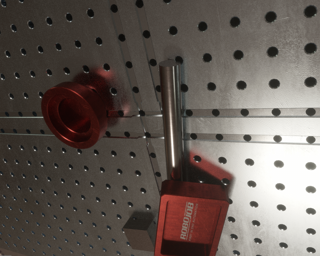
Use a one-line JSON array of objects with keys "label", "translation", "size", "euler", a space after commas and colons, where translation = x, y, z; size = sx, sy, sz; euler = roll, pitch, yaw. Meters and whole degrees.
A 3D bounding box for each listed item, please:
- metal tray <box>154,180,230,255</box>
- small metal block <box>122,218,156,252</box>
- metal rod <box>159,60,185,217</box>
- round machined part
[{"label": "metal tray", "translation": [0.042, 0.137, 0.445], "size": [0.091, 0.030, 0.129], "euler": [6, 120, 0]}, {"label": "small metal block", "translation": [-0.030, 0.187, 0.541], "size": [0.050, 0.025, 0.050], "euler": [-6, 116, 30]}, {"label": "metal rod", "translation": [0.021, 0.054, 0.431], "size": [0.025, 0.025, 0.298], "euler": [9, 123, 23]}, {"label": "round machined part", "translation": [-0.117, -0.022, 0.447], "size": [0.098, 0.042, 0.097], "euler": [13, 124, 20]}]
